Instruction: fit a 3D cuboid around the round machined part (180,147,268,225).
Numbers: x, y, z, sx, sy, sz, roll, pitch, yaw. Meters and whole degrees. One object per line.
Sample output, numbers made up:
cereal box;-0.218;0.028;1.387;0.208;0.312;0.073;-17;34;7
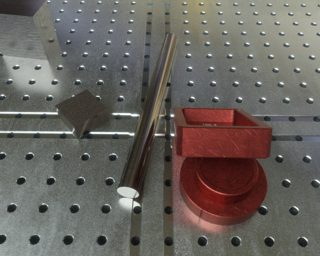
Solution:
round machined part;0.072;0.055;0.351;0.099;0.042;0.098;0;50;0

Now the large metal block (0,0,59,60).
large metal block;-0.223;-0.162;0.505;0.080;0.080;0.050;7;51;6

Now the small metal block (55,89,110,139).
small metal block;-0.106;-0.020;0.423;0.050;0.025;0.050;-33;58;-25

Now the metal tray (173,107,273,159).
metal tray;0.063;0.001;0.356;0.091;0.030;0.130;1;12;0

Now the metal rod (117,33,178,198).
metal rod;-0.009;-0.041;0.441;0.025;0.025;0.300;8;50;6
